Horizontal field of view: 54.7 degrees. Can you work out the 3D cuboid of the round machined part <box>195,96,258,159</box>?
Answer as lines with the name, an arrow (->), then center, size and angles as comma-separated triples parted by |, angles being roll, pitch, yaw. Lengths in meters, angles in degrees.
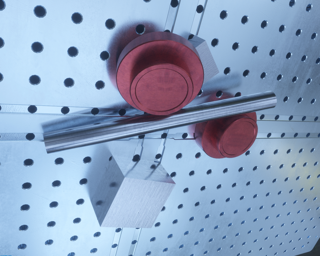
round machined part -> 0.105, 0.006, 0.461 | 0.099, 0.042, 0.097 | -14, 124, -21

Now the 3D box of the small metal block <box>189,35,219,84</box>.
small metal block -> 0.039, -0.077, 0.385 | 0.050, 0.025, 0.050 | -37, 129, -3

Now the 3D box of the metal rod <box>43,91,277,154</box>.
metal rod -> 0.013, -0.011, 0.392 | 0.302, 0.025, 0.025 | -11, 124, -16

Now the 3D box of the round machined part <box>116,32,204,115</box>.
round machined part -> 0.001, -0.053, 0.346 | 0.099, 0.042, 0.097 | -3, 132, -3

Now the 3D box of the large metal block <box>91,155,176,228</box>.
large metal block -> -0.038, 0.090, 0.430 | 0.081, 0.050, 0.080 | 14, 111, -34
